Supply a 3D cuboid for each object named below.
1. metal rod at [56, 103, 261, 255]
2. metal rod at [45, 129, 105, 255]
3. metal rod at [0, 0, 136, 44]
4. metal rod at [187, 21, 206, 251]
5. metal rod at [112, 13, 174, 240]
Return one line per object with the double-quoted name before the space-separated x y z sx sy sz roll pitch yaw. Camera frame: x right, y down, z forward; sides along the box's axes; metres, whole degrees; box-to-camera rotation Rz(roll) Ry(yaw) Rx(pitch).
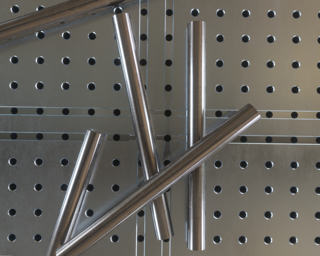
"metal rod" -0.002 0.070 0.387 0.301 0.025 0.025 -37 90 0
"metal rod" -0.132 0.147 0.411 0.025 0.025 0.298 18 90 -1
"metal rod" -0.104 -0.161 0.411 0.302 0.025 0.025 -18 90 -1
"metal rod" 0.049 0.010 0.414 0.025 0.025 0.298 0 90 -1
"metal rod" -0.023 -0.002 0.413 0.025 0.025 0.298 -11 90 0
